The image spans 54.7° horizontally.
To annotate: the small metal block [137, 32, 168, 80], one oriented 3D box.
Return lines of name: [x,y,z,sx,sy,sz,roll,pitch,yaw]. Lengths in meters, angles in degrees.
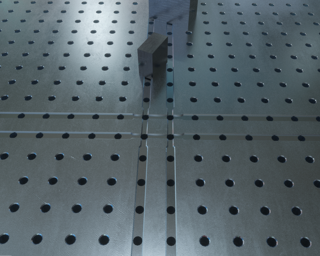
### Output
small metal block: [-0.010,-0.113,0.486,0.025,0.050,0.050,22,54,17]

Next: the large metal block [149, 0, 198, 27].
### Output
large metal block: [0.026,-0.245,0.578,0.080,0.080,0.050,18,53,14]
